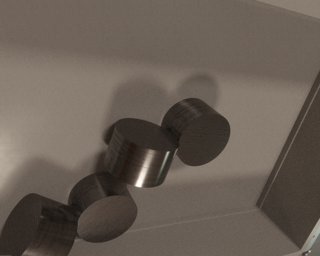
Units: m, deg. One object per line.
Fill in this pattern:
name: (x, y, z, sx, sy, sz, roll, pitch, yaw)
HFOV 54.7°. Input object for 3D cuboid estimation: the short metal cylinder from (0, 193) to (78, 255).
short metal cylinder: (-0.146, 0.125, 0.372, 0.080, 0.080, 0.050, -49, 129, 6)

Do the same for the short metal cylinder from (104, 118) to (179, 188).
short metal cylinder: (-0.023, 0.028, 0.380, 0.081, 0.080, 0.050, 7, 115, -32)

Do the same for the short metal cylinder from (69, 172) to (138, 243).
short metal cylinder: (-0.077, 0.106, 0.417, 0.081, 0.050, 0.079, -14, 125, -21)

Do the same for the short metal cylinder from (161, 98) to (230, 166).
short metal cylinder: (0.048, 0.005, 0.424, 0.081, 0.050, 0.079, -14, 124, -21)
